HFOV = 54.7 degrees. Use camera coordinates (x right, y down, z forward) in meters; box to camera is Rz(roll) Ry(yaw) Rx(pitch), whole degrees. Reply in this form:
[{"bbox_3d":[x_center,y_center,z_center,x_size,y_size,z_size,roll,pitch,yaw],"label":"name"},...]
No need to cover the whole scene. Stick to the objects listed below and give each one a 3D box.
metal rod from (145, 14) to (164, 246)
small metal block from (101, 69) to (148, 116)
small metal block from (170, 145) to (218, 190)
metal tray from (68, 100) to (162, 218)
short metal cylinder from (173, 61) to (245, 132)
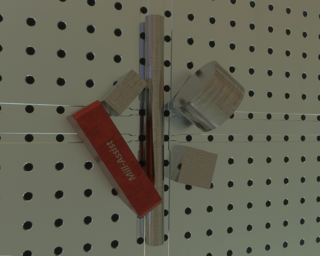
[{"bbox_3d":[-0.007,0.003,0.410,0.025,0.025,0.298,0,90,-20],"label":"metal rod"},{"bbox_3d":[-0.047,-0.042,0.382,0.025,0.050,0.050,43,76,-15],"label":"small metal block"},{"bbox_3d":[0.048,0.054,0.432,0.050,0.025,0.050,16,85,-20],"label":"small metal block"},{"bbox_3d":[-0.055,0.034,0.358,0.030,0.090,0.130,-34,102,-17],"label":"metal tray"},{"bbox_3d":[0.063,-0.042,0.408,0.050,0.080,0.080,40,77,-16],"label":"short metal cylinder"}]
